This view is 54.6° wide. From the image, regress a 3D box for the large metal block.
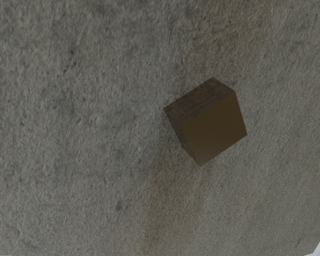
[{"bbox_3d":[0.063,-0.008,0.419,0.080,0.050,0.080,-33,129,-7],"label":"large metal block"}]
